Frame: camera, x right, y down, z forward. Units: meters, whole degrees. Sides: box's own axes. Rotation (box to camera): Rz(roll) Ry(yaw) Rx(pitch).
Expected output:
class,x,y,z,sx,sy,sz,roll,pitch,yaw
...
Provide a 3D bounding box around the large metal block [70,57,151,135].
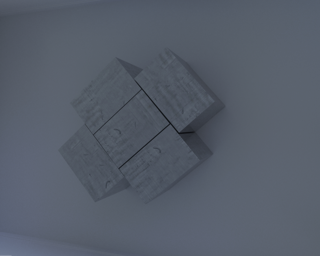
class,x,y,z,sx,sy,sz,roll,pitch,yaw
large metal block,-0.051,-0.037,0.397,0.080,0.080,0.050,-42,77,15

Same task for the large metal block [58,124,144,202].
class,x,y,z,sx,sy,sz,roll,pitch,yaw
large metal block,-0.070,0.041,0.404,0.050,0.080,0.080,-42,77,15

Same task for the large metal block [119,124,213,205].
class,x,y,z,sx,sy,sz,roll,pitch,yaw
large metal block,0.011,0.040,0.376,0.080,0.080,0.050,-42,77,15

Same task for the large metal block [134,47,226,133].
class,x,y,z,sx,sy,sz,roll,pitch,yaw
large metal block,0.027,-0.042,0.370,0.050,0.080,0.080,-42,77,15

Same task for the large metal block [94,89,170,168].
class,x,y,z,sx,sy,sz,roll,pitch,yaw
large metal block,-0.020,0.001,0.387,0.080,0.080,0.050,-42,77,15
